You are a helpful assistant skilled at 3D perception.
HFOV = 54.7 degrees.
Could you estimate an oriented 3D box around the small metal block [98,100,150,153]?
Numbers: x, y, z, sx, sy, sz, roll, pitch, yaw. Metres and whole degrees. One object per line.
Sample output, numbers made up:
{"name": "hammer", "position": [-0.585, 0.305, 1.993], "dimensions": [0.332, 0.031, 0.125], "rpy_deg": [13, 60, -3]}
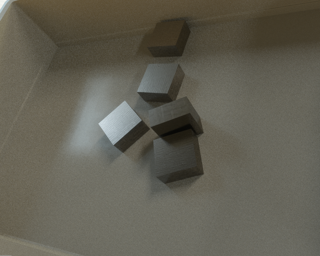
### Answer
{"name": "small metal block", "position": [-0.050, -0.002, 0.434], "dimensions": [0.050, 0.025, 0.050], "rpy_deg": [-41, 51, 0]}

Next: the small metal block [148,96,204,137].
{"name": "small metal block", "position": [0.020, -0.008, 0.384], "dimensions": [0.050, 0.050, 0.025], "rpy_deg": [-20, 54, 16]}

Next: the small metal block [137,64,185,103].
{"name": "small metal block", "position": [0.002, -0.065, 0.444], "dimensions": [0.050, 0.025, 0.050], "rpy_deg": [7, 65, 31]}

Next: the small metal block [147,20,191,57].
{"name": "small metal block", "position": [0.014, -0.139, 0.484], "dimensions": [0.050, 0.025, 0.050], "rpy_deg": [6, 64, 30]}

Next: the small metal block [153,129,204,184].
{"name": "small metal block", "position": [0.022, 0.034, 0.373], "dimensions": [0.050, 0.025, 0.050], "rpy_deg": [-17, 55, 18]}
